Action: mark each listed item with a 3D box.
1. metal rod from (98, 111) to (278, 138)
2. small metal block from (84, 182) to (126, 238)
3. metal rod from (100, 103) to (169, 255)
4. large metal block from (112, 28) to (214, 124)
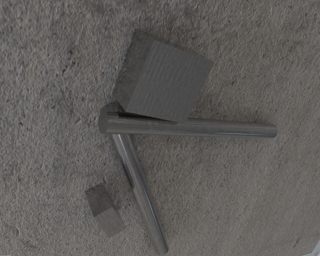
[{"bbox_3d":[0.061,0.000,0.422,0.302,0.025,0.025,3,117,-36],"label":"metal rod"},{"bbox_3d":[-0.074,0.111,0.419,0.025,0.050,0.050,-29,128,-10],"label":"small metal block"},{"bbox_3d":[-0.027,0.094,0.450,0.025,0.025,0.298,-25,128,-13],"label":"metal rod"},{"bbox_3d":[0.002,-0.057,0.356,0.081,0.050,0.079,11,113,-33],"label":"large metal block"}]
